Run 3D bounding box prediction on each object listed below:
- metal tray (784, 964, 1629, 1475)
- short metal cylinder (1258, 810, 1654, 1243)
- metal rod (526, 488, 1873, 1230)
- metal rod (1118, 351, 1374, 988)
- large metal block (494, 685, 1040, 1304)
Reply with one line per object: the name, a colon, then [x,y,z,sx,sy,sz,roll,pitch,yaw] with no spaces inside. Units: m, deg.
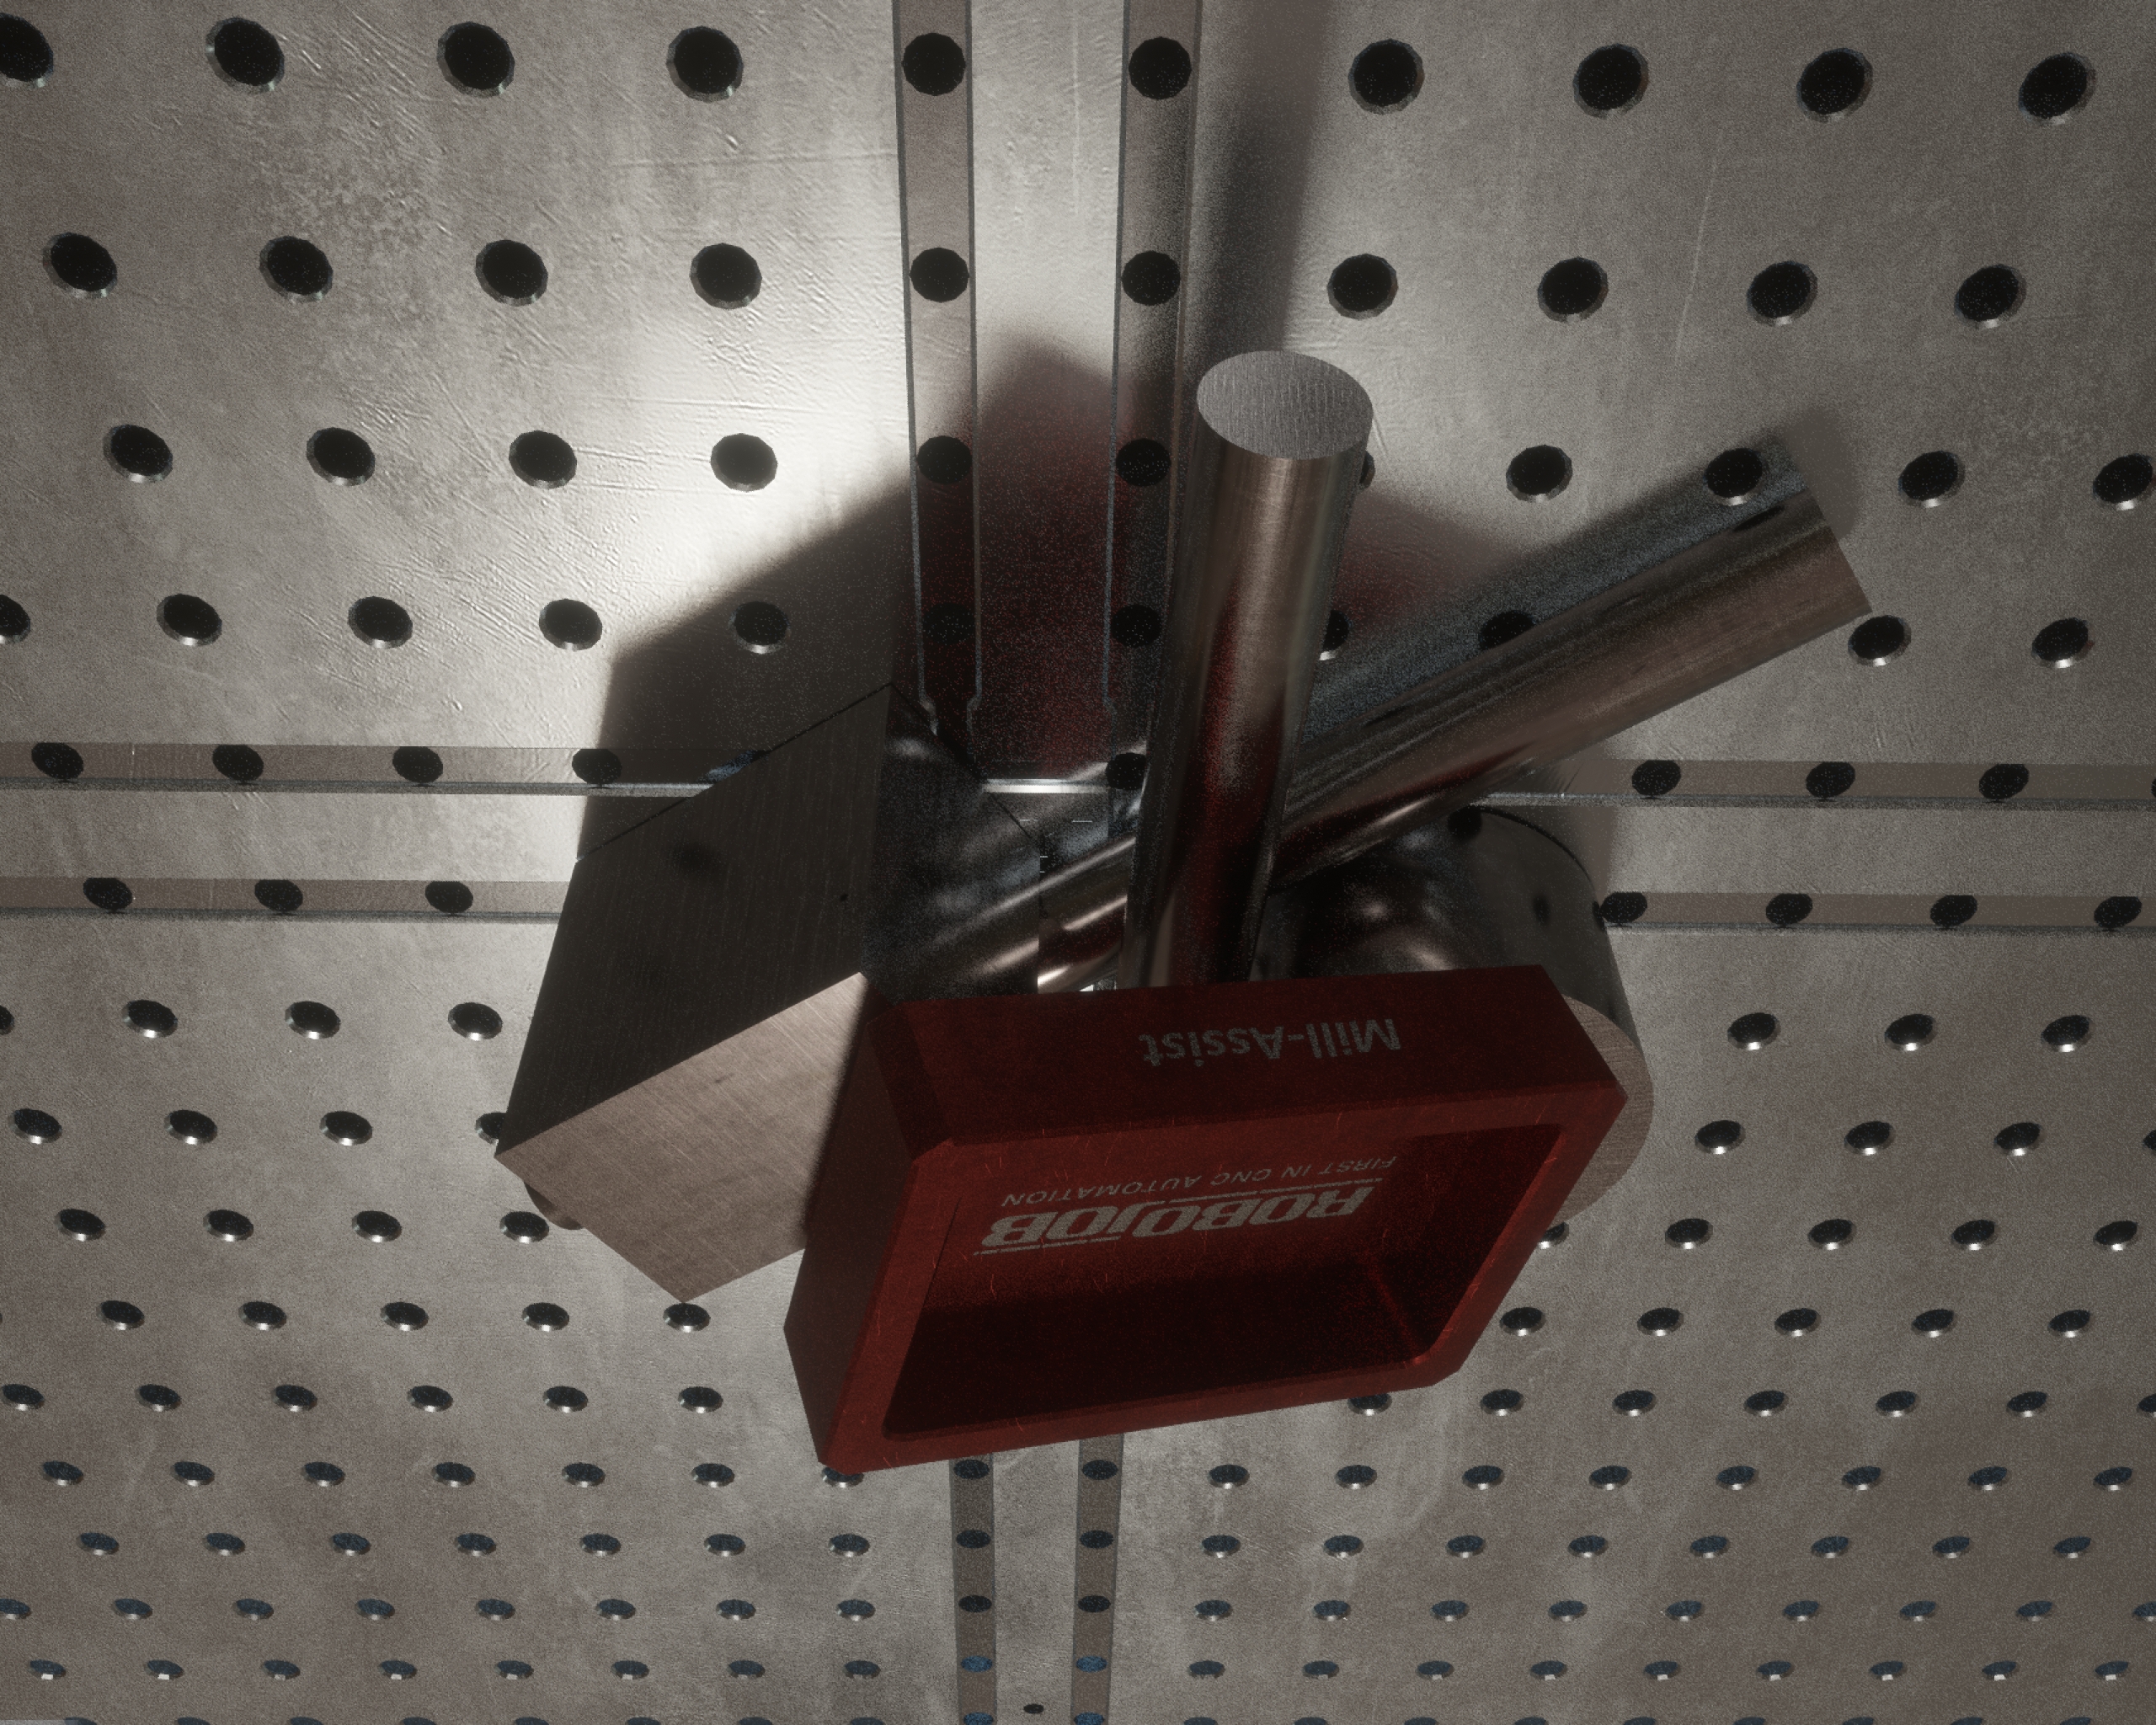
metal tray: [0.021,0.062,0.369,0.131,0.030,0.089,-2,133,-24]
short metal cylinder: [0.071,0.035,0.425,0.081,0.050,0.079,0,130,0]
metal rod: [0.009,0.008,0.419,0.300,0.025,0.025,-27,126,20]
metal rod: [0.019,0.031,0.409,0.025,0.025,0.298,3,140,-3]
large metal block: [-0.055,0.025,0.395,0.080,0.080,0.050,-27,125,21]
